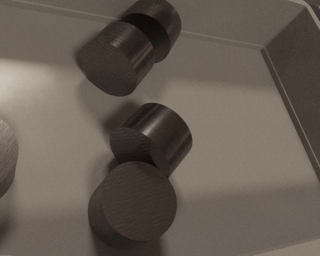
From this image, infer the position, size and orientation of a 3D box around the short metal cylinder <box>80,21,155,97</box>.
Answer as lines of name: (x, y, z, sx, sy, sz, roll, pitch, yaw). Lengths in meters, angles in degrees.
short metal cylinder: (-0.054, -0.087, 0.396, 0.080, 0.080, 0.050, 36, 51, -5)

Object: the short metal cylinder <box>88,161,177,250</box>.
short metal cylinder: (-0.030, 0.081, 0.325, 0.081, 0.050, 0.080, 14, 56, -21)

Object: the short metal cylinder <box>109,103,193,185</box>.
short metal cylinder: (-0.010, 0.018, 0.355, 0.080, 0.080, 0.050, 43, 51, 1)

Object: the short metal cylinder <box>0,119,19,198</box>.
short metal cylinder: (-0.173, 0.030, 0.278, 0.081, 0.050, 0.080, 14, 56, -21)

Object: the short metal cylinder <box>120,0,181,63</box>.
short metal cylinder: (-0.015, -0.141, 0.450, 0.080, 0.080, 0.050, 32, 51, -8)
